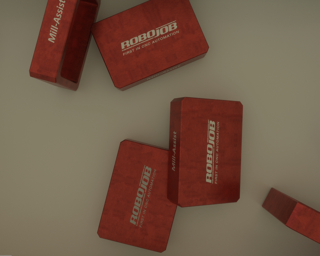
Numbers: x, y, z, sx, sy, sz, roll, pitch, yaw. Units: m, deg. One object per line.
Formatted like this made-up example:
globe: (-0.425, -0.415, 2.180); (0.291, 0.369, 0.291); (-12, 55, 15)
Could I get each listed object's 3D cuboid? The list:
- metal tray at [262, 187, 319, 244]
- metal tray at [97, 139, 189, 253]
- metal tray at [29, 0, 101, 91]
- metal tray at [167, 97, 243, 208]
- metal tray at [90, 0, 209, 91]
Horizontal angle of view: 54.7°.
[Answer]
metal tray: (0.202, 0.124, 0.380); (0.130, 0.090, 0.030); (28, 90, 0)
metal tray: (-0.021, 0.087, 0.409); (0.090, 0.030, 0.129); (14, 90, 0)
metal tray: (-0.111, -0.115, 0.377); (0.030, 0.090, 0.129); (15, 90, 0)
metal tray: (0.058, 0.029, 0.391); (0.091, 0.030, 0.129); (2, 90, -26)
metal tray: (-0.013, -0.114, 0.409); (0.131, 0.030, 0.090); (-23, 90, 0)
